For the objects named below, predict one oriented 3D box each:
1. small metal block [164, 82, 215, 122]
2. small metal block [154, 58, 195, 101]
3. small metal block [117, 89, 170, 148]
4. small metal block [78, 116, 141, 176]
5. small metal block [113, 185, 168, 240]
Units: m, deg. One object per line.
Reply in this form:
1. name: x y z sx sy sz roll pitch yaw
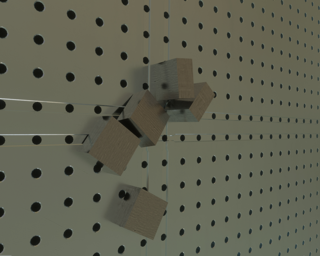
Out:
1. small metal block: 0.040 -0.035 0.429 0.025 0.050 0.050 49 61 -30
2. small metal block: 0.018 -0.063 0.409 0.025 0.050 0.050 -6 94 -34
3. small metal block: -0.020 -0.012 0.388 0.050 0.025 0.050 50 48 -29
4. small metal block: -0.058 0.021 0.362 0.050 0.025 0.050 43 64 -32
5. small metal block: -0.024 0.107 0.392 0.050 0.025 0.050 37 67 -34
